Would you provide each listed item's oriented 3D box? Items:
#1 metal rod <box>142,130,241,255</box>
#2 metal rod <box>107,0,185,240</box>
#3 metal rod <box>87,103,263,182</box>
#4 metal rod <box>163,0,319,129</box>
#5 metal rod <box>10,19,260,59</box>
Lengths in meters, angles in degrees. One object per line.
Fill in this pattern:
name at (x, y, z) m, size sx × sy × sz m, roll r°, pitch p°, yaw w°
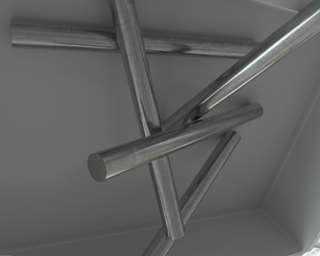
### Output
metal rod at (0.028, 0.117, 0.418) m, size 0.301 × 0.025 × 0.025 m, roll -51°, pitch 133°, yaw -25°
metal rod at (-0.011, -0.006, 0.336) m, size 0.025 × 0.025 × 0.298 m, roll -19°, pitch 111°, yaw -17°
metal rod at (0.047, 0.003, 0.364) m, size 0.302 × 0.025 × 0.025 m, roll -17°, pitch 129°, yaw -47°
metal rod at (0.088, -0.059, 0.319) m, size 0.025 × 0.025 × 0.299 m, roll 14°, pitch 144°, yaw -34°
metal rod at (0.000, -0.095, 0.349) m, size 0.303 × 0.025 × 0.025 m, roll -4°, pitch 120°, yaw -27°
